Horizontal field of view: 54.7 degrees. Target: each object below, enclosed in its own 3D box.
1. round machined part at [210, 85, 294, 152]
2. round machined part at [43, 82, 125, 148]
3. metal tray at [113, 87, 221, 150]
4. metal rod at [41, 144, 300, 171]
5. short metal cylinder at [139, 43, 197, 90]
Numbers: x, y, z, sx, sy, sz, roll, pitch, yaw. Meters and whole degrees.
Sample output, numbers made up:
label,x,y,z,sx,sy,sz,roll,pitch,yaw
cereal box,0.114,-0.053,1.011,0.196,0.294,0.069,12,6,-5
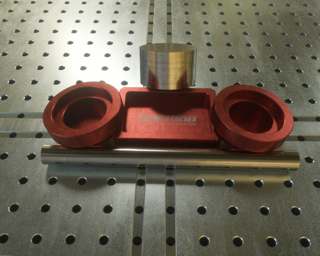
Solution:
label,x,y,z,sx,sy,sz,roll,pitch,yaw
round machined part,0.112,-0.008,0.392,0.099,0.042,0.098,5,48,-6
round machined part,-0.093,-0.012,0.395,0.099,0.042,0.098,-5,47,6
metal tray,0.010,-0.012,0.409,0.131,0.030,0.090,1,51,0
metal rod,0.011,0.035,0.373,0.302,0.025,0.025,1,50,1
short metal cylinder,0.011,-0.090,0.443,0.081,0.050,0.080,0,24,0
